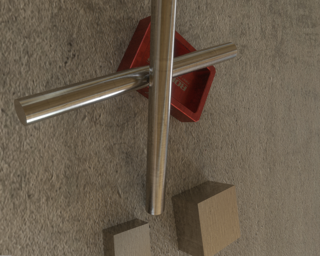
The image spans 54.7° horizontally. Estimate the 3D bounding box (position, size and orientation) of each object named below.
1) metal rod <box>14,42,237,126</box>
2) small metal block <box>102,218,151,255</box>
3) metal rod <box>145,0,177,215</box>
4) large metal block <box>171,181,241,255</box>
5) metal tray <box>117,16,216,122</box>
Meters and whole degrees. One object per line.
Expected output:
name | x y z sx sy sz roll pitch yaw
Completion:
metal rod | -0.010 -0.062 0.358 0.302 0.025 0.025 -24 106 -37
small metal block | -0.040 0.143 0.374 0.050 0.025 0.050 -6 94 -40
metal rod | 0.000 -0.031 0.344 0.025 0.025 0.298 -18 121 -39
large metal block | 0.068 0.129 0.448 0.081 0.050 0.079 -14 99 -39
metal tray | 0.014 -0.075 0.415 0.130 0.030 0.090 33 70 -35
